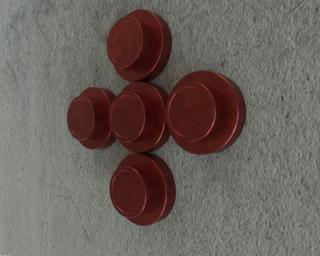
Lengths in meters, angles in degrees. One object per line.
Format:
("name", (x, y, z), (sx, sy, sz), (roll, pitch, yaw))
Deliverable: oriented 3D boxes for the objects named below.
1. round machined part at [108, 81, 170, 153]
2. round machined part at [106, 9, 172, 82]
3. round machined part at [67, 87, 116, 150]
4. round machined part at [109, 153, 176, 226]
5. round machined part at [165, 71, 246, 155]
("round machined part", (-0.032, -0.015, 0.420), (0.098, 0.042, 0.097), (0, 90, 39))
("round machined part", (-0.035, -0.112, 0.422), (0.098, 0.042, 0.097), (0, 90, 39))
("round machined part", (-0.108, -0.015, 0.481), (0.098, 0.042, 0.097), (0, 90, 39))
("round machined part", (-0.030, 0.083, 0.418), (0.098, 0.042, 0.097), (0, 90, 39))
("round machined part", (0.044, -0.018, 0.357), (0.098, 0.042, 0.097), (0, 90, 39))
